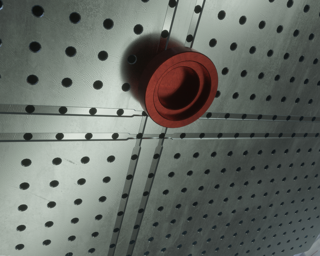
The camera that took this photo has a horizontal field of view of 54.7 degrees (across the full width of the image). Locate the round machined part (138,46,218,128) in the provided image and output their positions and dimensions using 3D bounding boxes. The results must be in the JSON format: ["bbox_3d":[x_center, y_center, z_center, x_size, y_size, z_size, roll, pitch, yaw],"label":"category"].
[{"bbox_3d":[0.018,-0.052,0.380,0.099,0.042,0.097,-14,125,-21],"label":"round machined part"}]
